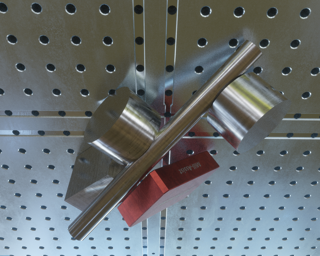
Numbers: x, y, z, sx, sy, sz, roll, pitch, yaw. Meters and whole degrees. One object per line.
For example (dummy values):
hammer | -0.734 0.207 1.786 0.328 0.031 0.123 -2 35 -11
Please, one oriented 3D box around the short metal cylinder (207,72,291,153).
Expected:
short metal cylinder | 0.101 -0.017 0.356 0.080 0.050 0.080 -32 152 -19

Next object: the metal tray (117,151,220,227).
metal tray | 0.015 0.080 0.425 0.131 0.030 0.090 -11 148 -51

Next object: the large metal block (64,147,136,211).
large metal block | -0.077 0.064 0.428 0.080 0.080 0.050 -32 123 24

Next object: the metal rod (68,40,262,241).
metal rod | 0.000 0.020 0.358 0.299 0.025 0.025 -47 119 7

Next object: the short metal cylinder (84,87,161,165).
short metal cylinder | -0.045 -0.003 0.372 0.080 0.080 0.050 -36 122 26
